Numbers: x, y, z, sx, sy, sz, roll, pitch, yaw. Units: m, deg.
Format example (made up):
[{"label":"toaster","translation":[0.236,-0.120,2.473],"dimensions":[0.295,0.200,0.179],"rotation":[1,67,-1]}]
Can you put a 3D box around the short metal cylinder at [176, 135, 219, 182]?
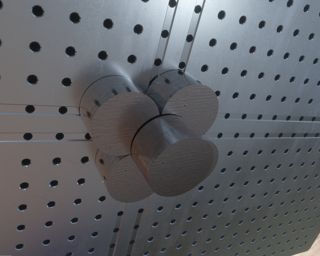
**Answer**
[{"label":"short metal cylinder","translation":[0.035,0.038,0.439],"dimensions":[0.081,0.050,0.079],"rotation":[-14,125,-21]}]

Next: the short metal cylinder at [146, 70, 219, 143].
[{"label":"short metal cylinder","translation":[0.026,-0.027,0.393],"dimensions":[0.081,0.050,0.079],"rotation":[-14,125,-21]}]

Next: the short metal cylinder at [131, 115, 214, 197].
[{"label":"short metal cylinder","translation":[0.014,0.032,0.357],"dimensions":[0.081,0.050,0.079],"rotation":[-15,126,-21]}]

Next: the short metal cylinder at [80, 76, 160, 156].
[{"label":"short metal cylinder","translation":[-0.047,-0.015,0.360],"dimensions":[0.081,0.050,0.079],"rotation":[-14,125,-21]}]

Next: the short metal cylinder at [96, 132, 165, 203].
[{"label":"short metal cylinder","translation":[-0.038,0.050,0.406],"dimensions":[0.081,0.050,0.079],"rotation":[-14,125,-21]}]
